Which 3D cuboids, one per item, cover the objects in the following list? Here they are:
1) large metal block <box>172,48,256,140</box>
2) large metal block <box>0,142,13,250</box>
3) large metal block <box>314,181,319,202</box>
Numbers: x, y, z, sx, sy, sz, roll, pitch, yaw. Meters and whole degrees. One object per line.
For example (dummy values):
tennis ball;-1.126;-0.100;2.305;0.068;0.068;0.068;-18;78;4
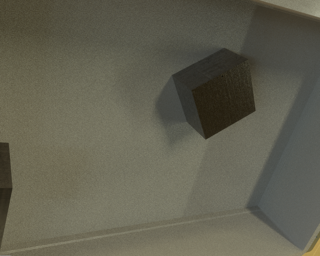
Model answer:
large metal block;0.072;-0.045;0.404;0.080;0.050;0.080;-29;128;-10
large metal block;-0.185;0.068;0.314;0.050;0.080;0.079;7;115;-32
large metal block;0.406;0.145;0.686;0.080;0.080;0.050;-27;128;-12
